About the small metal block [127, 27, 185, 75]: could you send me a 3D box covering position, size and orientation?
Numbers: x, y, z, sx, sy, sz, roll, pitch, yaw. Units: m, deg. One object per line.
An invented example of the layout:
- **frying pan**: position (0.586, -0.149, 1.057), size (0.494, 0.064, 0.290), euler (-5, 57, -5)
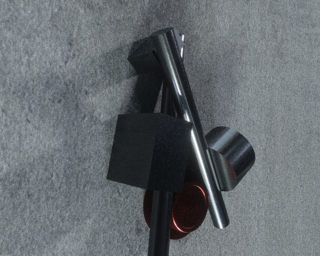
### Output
- **small metal block**: position (-0.005, -0.095, 0.387), size (0.050, 0.050, 0.025), euler (-52, 121, -27)

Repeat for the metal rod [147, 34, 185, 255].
- **metal rod**: position (0.009, 0.021, 0.396), size (0.025, 0.025, 0.299), euler (15, 74, -39)

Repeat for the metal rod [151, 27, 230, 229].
- **metal rod**: position (0.048, 0.020, 0.404), size (0.025, 0.025, 0.298), euler (-40, 123, -33)

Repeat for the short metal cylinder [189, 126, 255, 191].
- **short metal cylinder**: position (0.089, 0.044, 0.448), size (0.050, 0.080, 0.080), euler (-40, 115, -33)

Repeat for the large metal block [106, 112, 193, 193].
- **large metal block**: position (-0.014, 0.028, 0.361), size (0.050, 0.080, 0.080), euler (15, 80, -39)

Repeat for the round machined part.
- **round machined part**: position (0.028, 0.103, 0.422), size (0.099, 0.042, 0.097), euler (0, 90, -40)
